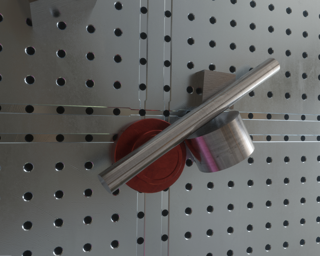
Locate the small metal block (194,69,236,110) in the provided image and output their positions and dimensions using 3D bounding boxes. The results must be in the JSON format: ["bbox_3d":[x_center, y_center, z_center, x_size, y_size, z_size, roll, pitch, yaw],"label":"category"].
[{"bbox_3d":[0.078,-0.053,0.443,0.050,0.025,0.050,5,88,-20],"label":"small metal block"}]

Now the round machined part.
[{"bbox_3d":[-0.010,0.036,0.401,0.099,0.042,0.097,0,90,-20],"label":"round machined part"}]

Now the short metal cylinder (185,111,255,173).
[{"bbox_3d":[0.078,0.017,0.414,0.080,0.080,0.050,-30,100,-18],"label":"short metal cylinder"}]

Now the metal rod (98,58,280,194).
[{"bbox_3d":[0.054,-0.016,0.395,0.302,0.025,0.025,-34,102,-25],"label":"metal rod"}]

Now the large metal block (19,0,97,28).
[{"bbox_3d":[-0.114,-0.159,0.341,0.081,0.080,0.050,-27,100,-18],"label":"large metal block"}]
